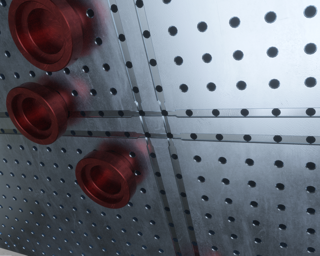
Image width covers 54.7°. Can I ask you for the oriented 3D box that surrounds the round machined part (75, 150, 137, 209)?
[{"bbox_3d":[-0.080,0.076,0.487,0.098,0.042,0.097,13,124,20],"label":"round machined part"}]

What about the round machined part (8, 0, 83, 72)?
[{"bbox_3d":[-0.139,-0.125,0.394,0.098,0.042,0.097,13,124,20],"label":"round machined part"}]

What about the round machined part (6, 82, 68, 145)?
[{"bbox_3d":[-0.183,-0.026,0.478,0.098,0.042,0.097,13,124,20],"label":"round machined part"}]
